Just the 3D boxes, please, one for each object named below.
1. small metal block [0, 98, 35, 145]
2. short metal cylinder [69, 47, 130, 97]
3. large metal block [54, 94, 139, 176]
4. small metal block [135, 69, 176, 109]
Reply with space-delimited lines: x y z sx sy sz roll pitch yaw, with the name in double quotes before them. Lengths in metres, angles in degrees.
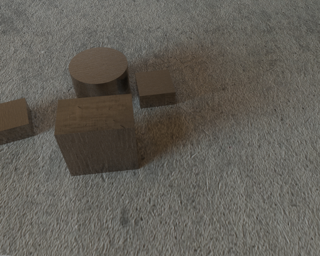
"small metal block" -0.197 -0.008 0.408 0.050 0.025 0.050 -16 52 -14
"short metal cylinder" -0.085 -0.072 0.446 0.081 0.050 0.080 0 50 0
"large metal block" -0.069 0.010 0.359 0.081 0.080 0.050 -6 51 -5
"small metal block" -0.008 -0.057 0.451 0.050 0.025 0.050 -8 51 -7
